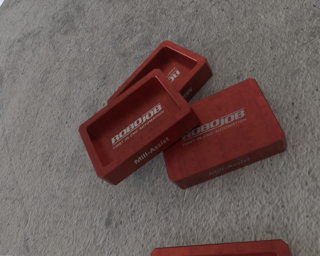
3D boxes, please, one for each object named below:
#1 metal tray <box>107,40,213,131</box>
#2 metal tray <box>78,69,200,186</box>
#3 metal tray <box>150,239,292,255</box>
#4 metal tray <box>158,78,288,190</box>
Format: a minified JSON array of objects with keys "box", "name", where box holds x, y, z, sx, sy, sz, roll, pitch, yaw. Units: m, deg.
[{"box":[-0.002,-0.056,0.435,0.130,0.030,0.090,-48,51,-6],"name":"metal tray"},{"box":[-0.029,-0.004,0.378,0.130,0.030,0.090,-37,51,3],"name":"metal tray"},{"box":[0.055,0.153,0.277,0.130,0.030,0.090,-13,56,21],"name":"metal tray"},{"box":[0.066,0.007,0.362,0.130,0.030,0.090,-24,53,13],"name":"metal tray"}]
